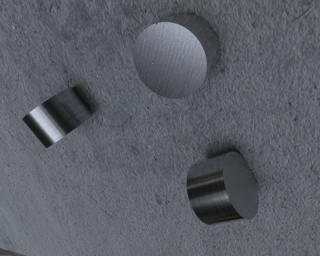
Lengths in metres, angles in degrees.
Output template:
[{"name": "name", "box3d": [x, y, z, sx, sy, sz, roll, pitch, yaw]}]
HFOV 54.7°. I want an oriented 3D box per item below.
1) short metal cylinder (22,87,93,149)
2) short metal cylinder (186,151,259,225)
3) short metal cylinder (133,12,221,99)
[{"name": "short metal cylinder", "box3d": [-0.143, -0.015, 0.438, 0.080, 0.080, 0.050, -27, 104, 37]}, {"name": "short metal cylinder", "box3d": [0.077, 0.074, 0.376, 0.050, 0.080, 0.080, -24, 106, 36]}, {"name": "short metal cylinder", "box3d": [0.019, -0.078, 0.332, 0.080, 0.050, 0.079, 13, 124, 21]}]
